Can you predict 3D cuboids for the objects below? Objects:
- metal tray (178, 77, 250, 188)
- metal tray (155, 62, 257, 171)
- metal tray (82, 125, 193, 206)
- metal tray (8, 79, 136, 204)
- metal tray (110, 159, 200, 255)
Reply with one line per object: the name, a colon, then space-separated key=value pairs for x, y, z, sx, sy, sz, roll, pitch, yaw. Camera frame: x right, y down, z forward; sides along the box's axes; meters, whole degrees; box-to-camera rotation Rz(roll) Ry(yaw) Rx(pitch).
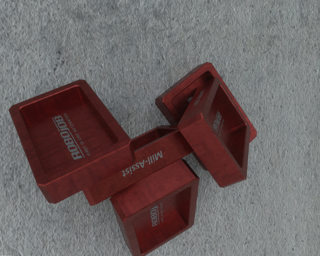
metal tray: x=0.073 y=-0.001 z=0.379 sx=0.090 sy=0.030 sz=0.130 roll=54 pitch=29 yaw=-13
metal tray: x=0.067 y=-0.014 z=0.433 sx=0.090 sy=0.030 sz=0.130 roll=-40 pitch=103 yaw=-16
metal tray: x=-0.033 y=0.037 z=0.364 sx=0.131 sy=0.090 sz=0.030 roll=-26 pitch=99 yaw=-18
metal tray: x=-0.095 y=0.005 z=0.325 sx=0.091 sy=0.130 sz=0.030 roll=-26 pitch=138 yaw=-19
metal tray: x=-0.002 y=0.100 z=0.364 sx=0.091 sy=0.030 sz=0.129 roll=-26 pitch=144 yaw=-18
